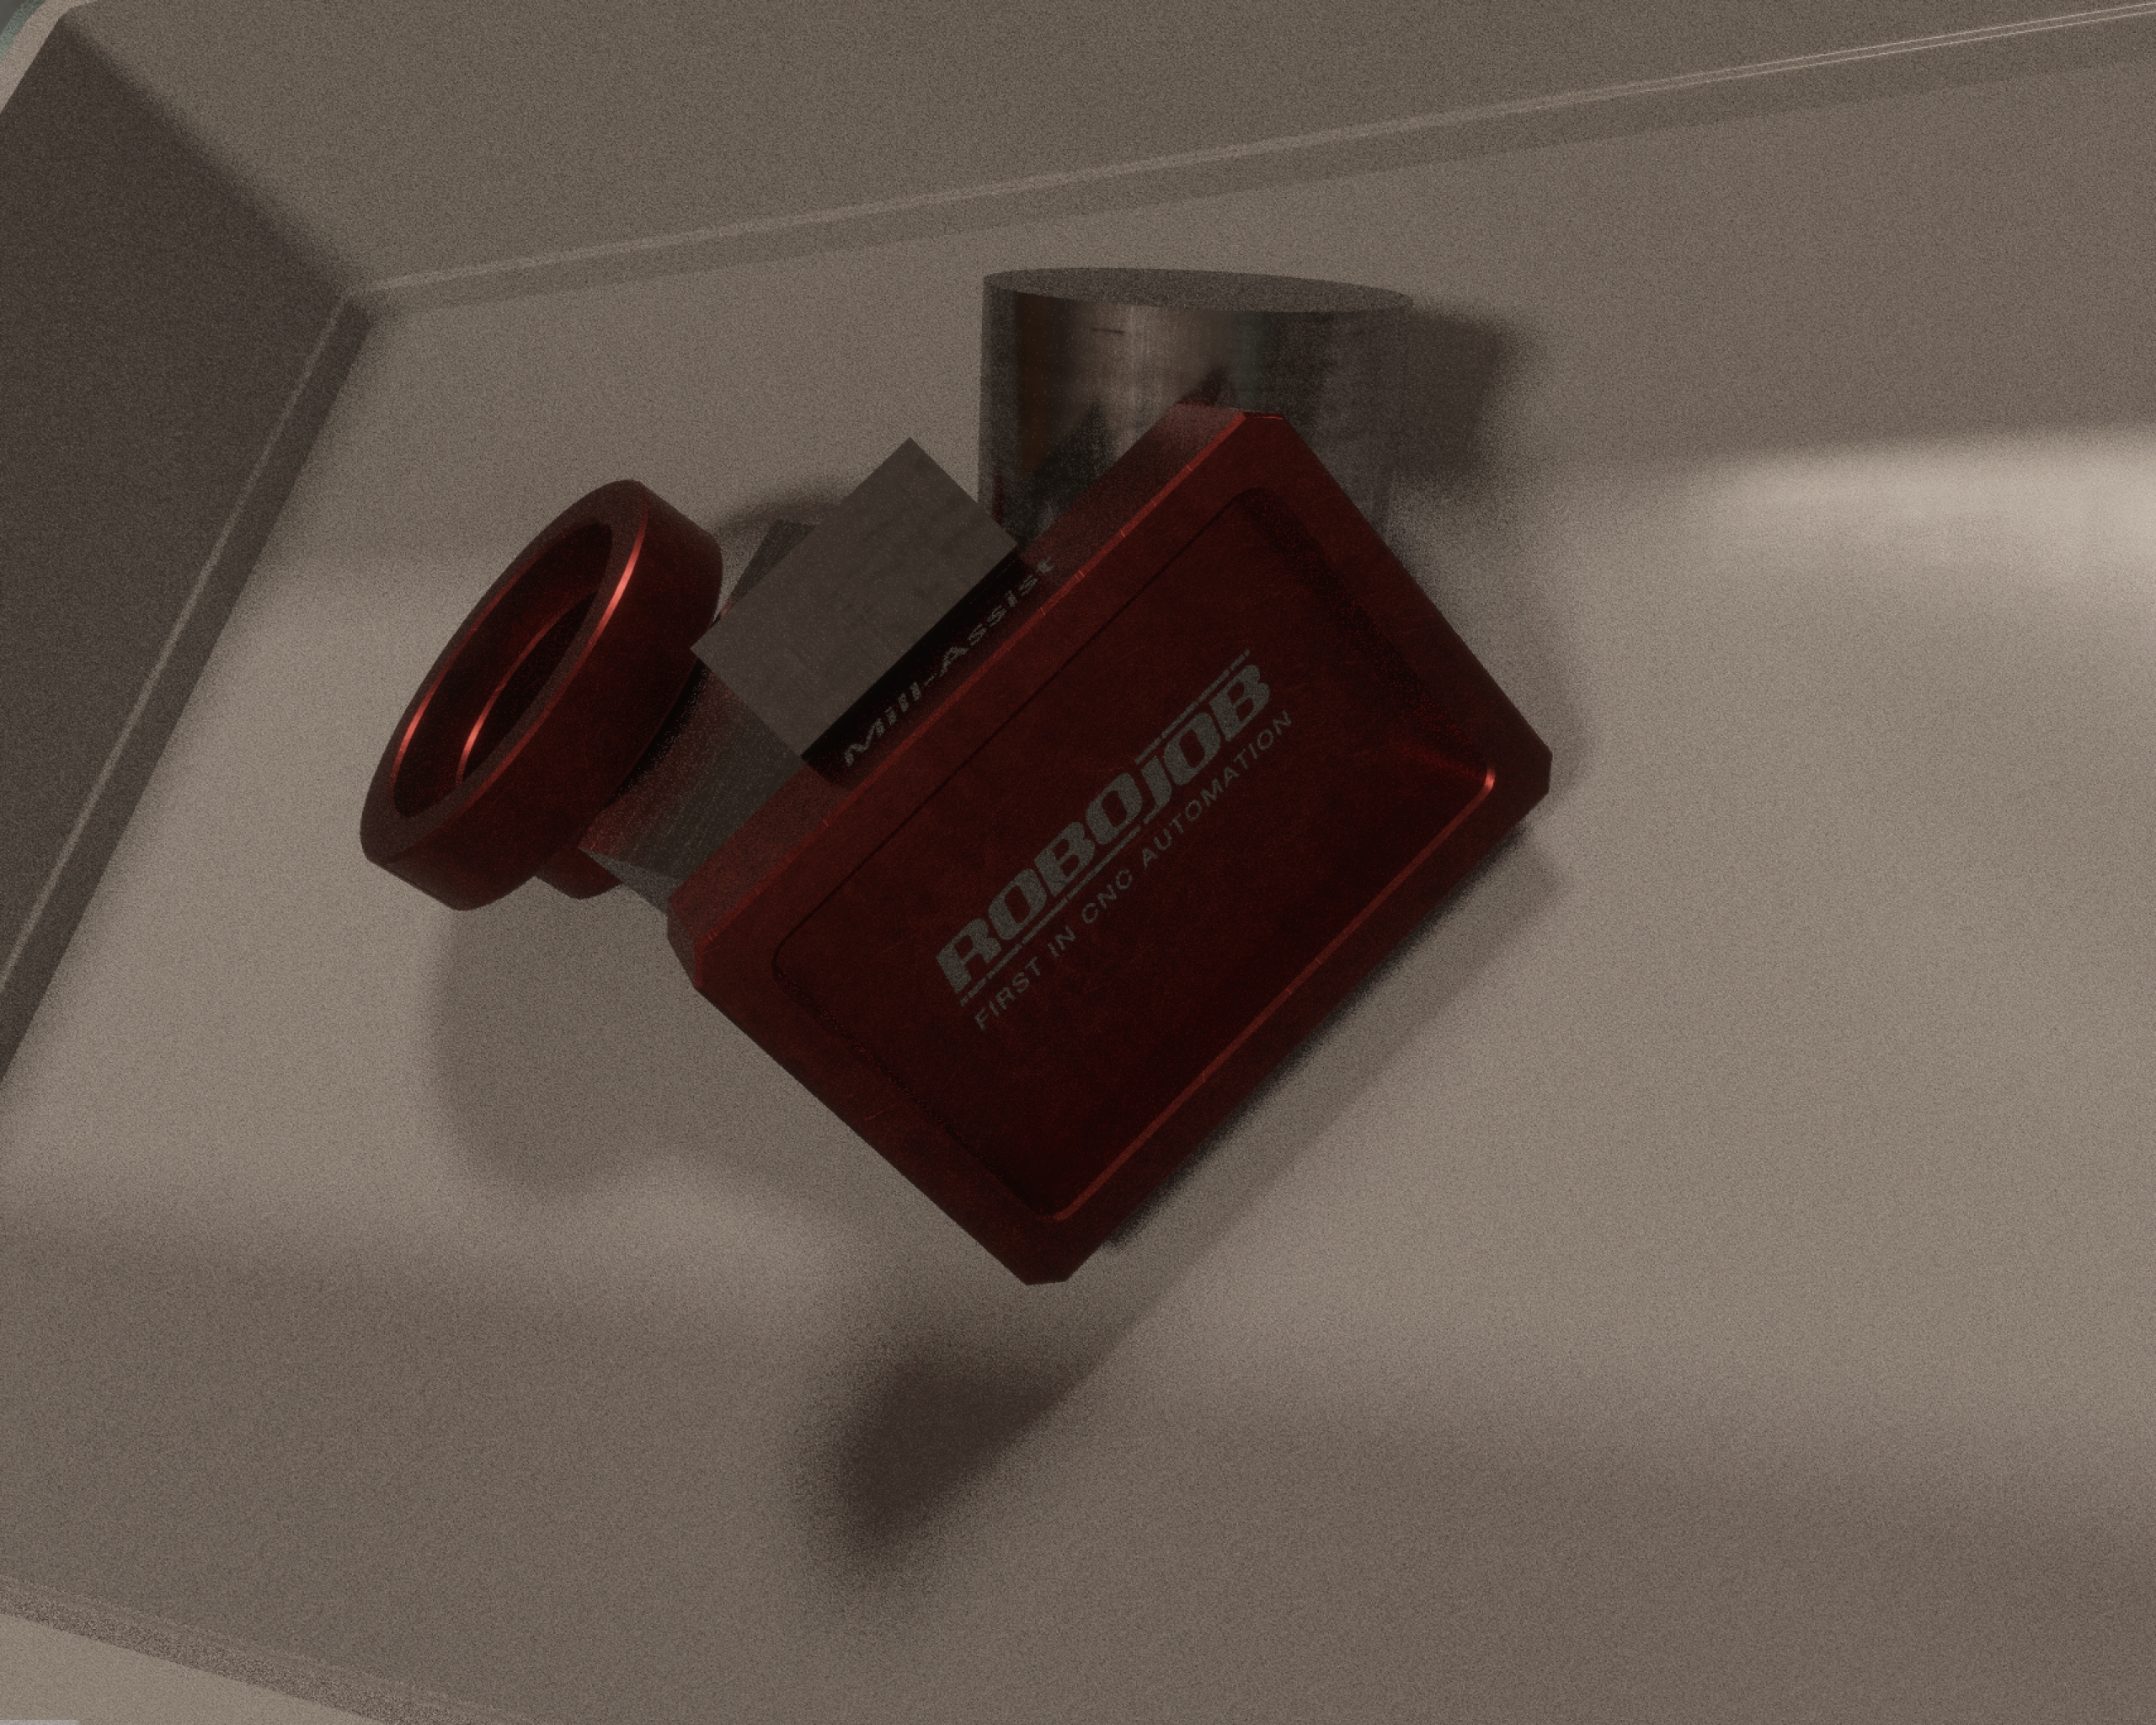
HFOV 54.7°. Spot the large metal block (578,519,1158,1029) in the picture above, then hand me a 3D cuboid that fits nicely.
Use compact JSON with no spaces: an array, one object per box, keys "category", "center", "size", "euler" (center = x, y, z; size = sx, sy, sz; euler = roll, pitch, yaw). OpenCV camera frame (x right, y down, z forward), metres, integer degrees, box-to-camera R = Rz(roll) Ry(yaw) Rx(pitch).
[{"category":"large metal block","center":[-0.037,-0.016,0.416],"size":[0.080,0.050,0.080],"euler":[16,70,34]}]

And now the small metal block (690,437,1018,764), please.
[{"category":"small metal block","center":[-0.037,-0.043,0.366],"size":[0.050,0.050,0.025],"euler":[-45,90,-3]}]

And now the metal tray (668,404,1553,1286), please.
[{"category":"metal tray","center":[0.007,-0.003,0.357],"size":[0.130,0.090,0.030],"euler":[-45,24,-4]}]

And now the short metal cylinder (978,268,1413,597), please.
[{"category":"short metal cylinder","center":[0.021,-0.085,0.400],"size":[0.080,0.081,0.050],"euler":[17,115,34]}]

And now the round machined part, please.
[{"category":"round machined part","center":[-0.108,-0.031,0.451],"size":[0.098,0.042,0.098],"euler":[-35,35,29]}]
